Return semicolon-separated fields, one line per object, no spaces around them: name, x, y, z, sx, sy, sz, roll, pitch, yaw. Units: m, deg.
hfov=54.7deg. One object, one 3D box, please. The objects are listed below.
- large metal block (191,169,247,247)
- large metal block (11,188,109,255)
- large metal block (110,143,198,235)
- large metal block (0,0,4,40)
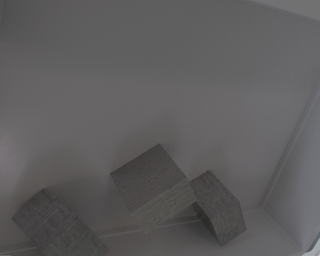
large metal block;0.089;0.129;0.501;0.050;0.080;0.080;-30;129;-9
large metal block;-0.121;0.130;0.379;0.050;0.080;0.080;-46;133;-25
large metal block;-0.010;0.079;0.416;0.080;0.080;0.050;-31;129;-8
large metal block;-0.164;-0.087;0.230;0.081;0.080;0.050;4;116;-30
